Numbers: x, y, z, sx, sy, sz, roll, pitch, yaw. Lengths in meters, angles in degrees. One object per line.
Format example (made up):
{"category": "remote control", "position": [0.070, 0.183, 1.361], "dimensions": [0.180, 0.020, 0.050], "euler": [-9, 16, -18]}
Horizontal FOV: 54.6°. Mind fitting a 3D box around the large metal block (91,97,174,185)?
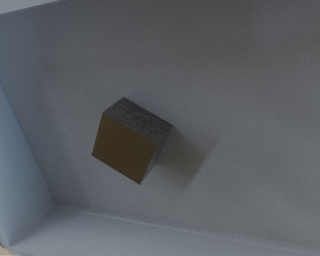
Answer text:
{"category": "large metal block", "position": [-0.039, 0.017, 0.425], "dimensions": [0.080, 0.050, 0.079], "euler": [30, 128, 9]}
